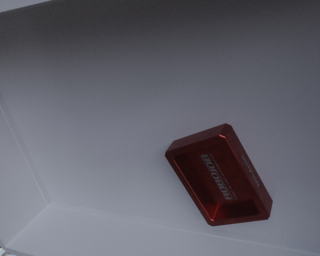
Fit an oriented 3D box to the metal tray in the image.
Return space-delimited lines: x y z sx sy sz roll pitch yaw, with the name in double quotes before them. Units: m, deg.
"metal tray" 0.077 0.066 0.404 0.090 0.030 0.130 -21 107 35
